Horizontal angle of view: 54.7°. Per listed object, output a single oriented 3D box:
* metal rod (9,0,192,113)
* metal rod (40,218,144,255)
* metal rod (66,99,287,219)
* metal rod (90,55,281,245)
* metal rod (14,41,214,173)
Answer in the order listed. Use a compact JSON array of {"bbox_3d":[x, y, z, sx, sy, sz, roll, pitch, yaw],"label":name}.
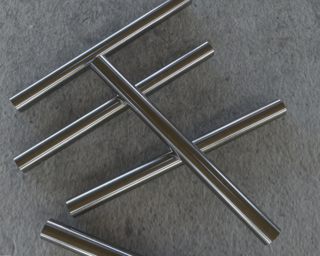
[{"bbox_3d":[-0.076,-0.117,0.449,0.301,0.025,0.025,-36,74,-13],"label":"metal rod"},{"bbox_3d":[0.008,0.168,0.346,0.301,0.025,0.025,20,71,6],"label":"metal rod"},{"bbox_3d":[0.028,0.034,0.395,0.302,0.025,0.025,-25,72,-9],"label":"metal rod"},{"bbox_3d":[0.020,0.016,0.374,0.025,0.025,0.300,-41,76,-14],"label":"metal rod"},{"bbox_3d":[-0.053,-0.034,0.419,0.301,0.025,0.025,-33,74,-12],"label":"metal rod"}]
